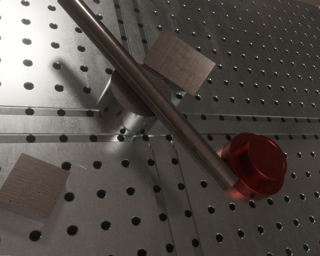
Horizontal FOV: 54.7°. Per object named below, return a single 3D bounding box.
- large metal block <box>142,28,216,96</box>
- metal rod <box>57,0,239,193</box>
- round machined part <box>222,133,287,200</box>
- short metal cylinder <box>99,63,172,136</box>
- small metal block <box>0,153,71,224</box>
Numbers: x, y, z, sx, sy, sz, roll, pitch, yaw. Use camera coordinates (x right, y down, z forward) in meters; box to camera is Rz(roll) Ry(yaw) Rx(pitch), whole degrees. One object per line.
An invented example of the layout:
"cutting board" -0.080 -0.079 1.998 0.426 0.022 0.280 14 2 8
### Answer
"large metal block" 0.024 -0.091 0.436 0.080 0.050 0.080 33 8 -7
"metal rod" -0.018 -0.048 0.364 0.300 0.025 0.025 49 51 6
"round machined part" 0.142 0.049 0.446 0.099 0.042 0.098 14 56 -21
"short metal cylinder" -0.032 -0.037 0.398 0.081 0.050 0.080 14 56 -21
"small metal block" -0.124 0.060 0.305 0.050 0.025 0.050 25 53 -13
